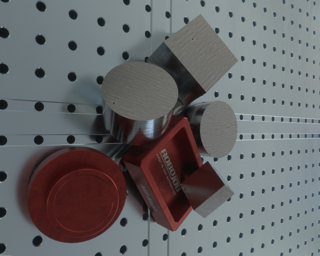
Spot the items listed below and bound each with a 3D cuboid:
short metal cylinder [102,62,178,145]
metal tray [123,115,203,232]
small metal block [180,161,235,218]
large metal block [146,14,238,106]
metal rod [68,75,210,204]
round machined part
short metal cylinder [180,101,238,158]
[{"bbox_3d":[-0.024,-0.028,0.346,0.081,0.050,0.080,5,57,-7],"label":"short metal cylinder"},{"bbox_3d":[0.015,0.058,0.400,0.090,0.030,0.129,-45,130,-30],"label":"metal tray"},{"bbox_3d":[0.061,0.080,0.406,0.050,0.050,0.025,-42,124,8],"label":"small metal block"},{"bbox_3d":[0.044,-0.090,0.414,0.080,0.050,0.080,49,59,-6],"label":"large metal block"},{"bbox_3d":[0.000,-0.009,0.412,0.301,0.025,0.025,-45,117,-30],"label":"metal rod"},{"bbox_3d":[-0.081,0.070,0.314,0.099,0.042,0.097,-3,97,-24],"label":"round machined part"},{"bbox_3d":[0.067,0.002,0.448,0.081,0.050,0.079,0,90,-40],"label":"short metal cylinder"}]
